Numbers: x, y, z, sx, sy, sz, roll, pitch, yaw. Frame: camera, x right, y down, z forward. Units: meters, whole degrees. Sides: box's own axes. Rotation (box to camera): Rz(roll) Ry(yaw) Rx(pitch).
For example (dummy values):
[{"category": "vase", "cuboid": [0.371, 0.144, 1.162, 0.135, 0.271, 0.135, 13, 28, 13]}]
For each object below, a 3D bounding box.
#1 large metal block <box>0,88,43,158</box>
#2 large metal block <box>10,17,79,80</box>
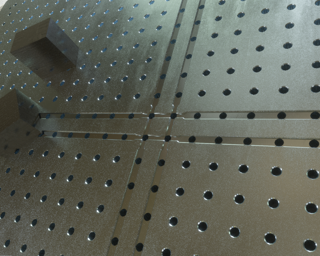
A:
[{"category": "large metal block", "cuboid": [-0.258, -0.009, 0.535, 0.080, 0.050, 0.080, -34, 51, 6]}, {"category": "large metal block", "cuboid": [-0.211, -0.145, 0.574, 0.080, 0.080, 0.050, -16, 56, 19]}]
